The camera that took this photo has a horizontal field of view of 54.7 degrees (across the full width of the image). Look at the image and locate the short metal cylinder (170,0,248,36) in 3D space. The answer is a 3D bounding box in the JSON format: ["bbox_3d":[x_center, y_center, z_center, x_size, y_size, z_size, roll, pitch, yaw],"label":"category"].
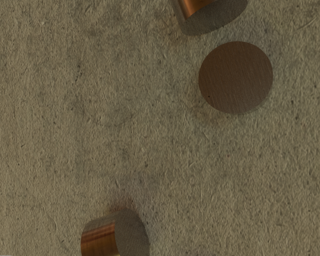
[{"bbox_3d":[0.054,-0.151,0.361,0.080,0.080,0.050,-22,83,19],"label":"short metal cylinder"}]

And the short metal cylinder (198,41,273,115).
[{"bbox_3d":[0.090,-0.056,0.364,0.080,0.050,0.080,0,90,20],"label":"short metal cylinder"}]

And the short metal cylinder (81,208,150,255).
[{"bbox_3d":[-0.056,0.151,0.399,0.050,0.080,0.080,-24,82,18],"label":"short metal cylinder"}]
